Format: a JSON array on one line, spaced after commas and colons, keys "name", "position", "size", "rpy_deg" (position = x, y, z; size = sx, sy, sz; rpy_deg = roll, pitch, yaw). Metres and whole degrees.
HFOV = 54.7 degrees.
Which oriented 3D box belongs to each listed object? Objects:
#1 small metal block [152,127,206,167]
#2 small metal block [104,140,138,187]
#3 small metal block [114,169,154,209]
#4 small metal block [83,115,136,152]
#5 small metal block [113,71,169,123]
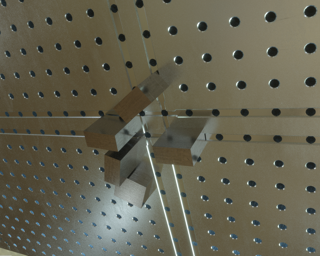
[{"name": "small metal block", "position": [0.026, 0.022, 0.394], "size": [0.050, 0.050, 0.025], "rpy_deg": [2, 119, 27]}, {"name": "small metal block", "position": [-0.057, 0.049, 0.453], "size": [0.025, 0.050, 0.050], "rpy_deg": [19, 126, 17]}, {"name": "small metal block", "position": [-0.042, 0.092, 0.489], "size": [0.050, 0.025, 0.050], "rpy_deg": [23, 127, 13]}, {"name": "small metal block", "position": [-0.069, 0.006, 0.433], "size": [0.050, 0.050, 0.025], "rpy_deg": [7, 122, 24]}, {"name": "small metal block", "position": [-0.023, -0.038, 0.382], "size": [0.025, 0.050, 0.050], "rpy_deg": [49, 128, -6]}]
